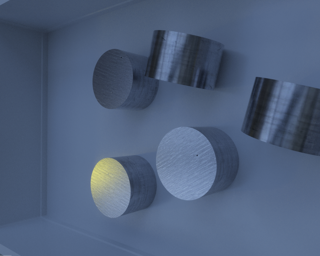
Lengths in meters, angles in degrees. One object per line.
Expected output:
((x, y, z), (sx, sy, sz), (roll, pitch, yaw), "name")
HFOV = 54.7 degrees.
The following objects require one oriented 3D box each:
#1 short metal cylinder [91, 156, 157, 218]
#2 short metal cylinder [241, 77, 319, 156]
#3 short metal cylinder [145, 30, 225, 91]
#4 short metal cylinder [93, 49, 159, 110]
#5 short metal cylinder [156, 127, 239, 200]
((-0.051, 0.080, 0.433), (0.080, 0.050, 0.080), (0, 90, 40), "short metal cylinder")
((0.118, -0.012, 0.273), (0.080, 0.081, 0.050), (21, 104, 38), "short metal cylinder")
((0.027, -0.075, 0.349), (0.080, 0.081, 0.050), (20, 103, 38), "short metal cylinder")
((-0.048, -0.065, 0.431), (0.080, 0.050, 0.080), (0, 90, 40), "short metal cylinder")
((0.042, 0.038, 0.356), (0.080, 0.050, 0.080), (0, 90, 40), "short metal cylinder")
